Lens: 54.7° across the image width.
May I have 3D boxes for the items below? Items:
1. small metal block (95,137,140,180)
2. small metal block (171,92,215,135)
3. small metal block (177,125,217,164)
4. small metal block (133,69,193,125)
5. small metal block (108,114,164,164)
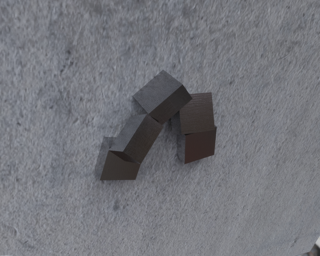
[{"bbox_3d":[-0.052,0.040,0.405,0.050,0.025,0.050,5,116,-31],"label":"small metal block"},{"bbox_3d":[0.042,-0.019,0.406,0.050,0.025,0.050,-7,94,-25],"label":"small metal block"},{"bbox_3d":[0.052,0.019,0.449,0.050,0.025,0.050,-15,125,-21],"label":"small metal block"},{"bbox_3d":[0.002,-0.037,0.371,0.050,0.050,0.025,-41,130,-1],"label":"small metal block"},{"bbox_3d":[-0.029,0.013,0.362,0.025,0.050,0.050,38,72,-21],"label":"small metal block"}]
